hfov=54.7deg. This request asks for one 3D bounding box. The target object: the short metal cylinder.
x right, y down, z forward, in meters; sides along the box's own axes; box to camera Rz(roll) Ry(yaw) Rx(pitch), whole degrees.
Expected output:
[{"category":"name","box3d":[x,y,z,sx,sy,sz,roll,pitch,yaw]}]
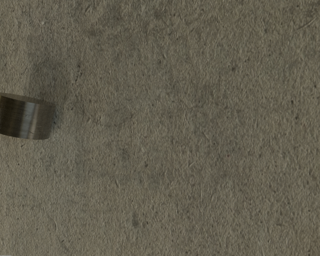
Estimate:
[{"category":"short metal cylinder","box3d":[-0.197,-0.018,0.449,0.080,0.080,0.050,16,96,19]}]
